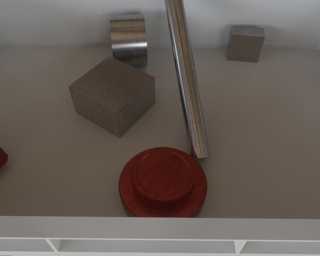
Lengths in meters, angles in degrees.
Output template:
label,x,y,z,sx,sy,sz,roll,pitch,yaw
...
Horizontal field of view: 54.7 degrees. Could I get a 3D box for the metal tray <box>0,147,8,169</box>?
label,x,y,z,sx,sy,sz,roll,pitch,yaw
metal tray,-0.236,0.048,0.316,0.030,0.090,0.130,5,46,33

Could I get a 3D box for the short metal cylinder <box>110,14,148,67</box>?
label,x,y,z,sx,sy,sz,roll,pitch,yaw
short metal cylinder,-0.048,-0.135,0.482,0.050,0.080,0.080,-5,50,-5

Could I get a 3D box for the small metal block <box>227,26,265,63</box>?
label,x,y,z,sx,sy,sz,roll,pitch,yaw
small metal block,0.138,-0.136,0.505,0.050,0.050,0.025,6,50,4

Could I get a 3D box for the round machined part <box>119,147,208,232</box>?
label,x,y,z,sx,sy,sz,roll,pitch,yaw
round machined part,0.004,0.060,0.344,0.099,0.042,0.098,0,50,0

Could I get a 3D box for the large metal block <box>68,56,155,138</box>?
label,x,y,z,sx,sy,sz,roll,pitch,yaw
large metal block,-0.063,-0.045,0.426,0.080,0.050,0.080,29,55,21

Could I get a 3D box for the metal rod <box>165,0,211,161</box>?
label,x,y,z,sx,sy,sz,roll,pitch,yaw
metal rod,0.029,-0.106,0.411,0.025,0.025,0.299,-7,77,-6
